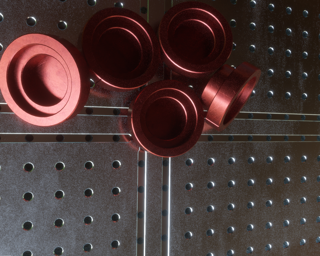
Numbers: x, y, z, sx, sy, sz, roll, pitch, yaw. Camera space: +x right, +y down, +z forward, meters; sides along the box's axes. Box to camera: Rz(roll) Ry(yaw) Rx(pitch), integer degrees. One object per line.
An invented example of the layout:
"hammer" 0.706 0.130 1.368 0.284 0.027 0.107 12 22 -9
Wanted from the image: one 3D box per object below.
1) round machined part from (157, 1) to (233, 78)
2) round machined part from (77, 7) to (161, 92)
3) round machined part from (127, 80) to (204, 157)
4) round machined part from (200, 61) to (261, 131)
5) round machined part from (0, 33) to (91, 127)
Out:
"round machined part" 0.043 -0.114 0.413 0.099 0.042 0.097 2 81 -11
"round machined part" -0.052 -0.092 0.379 0.099 0.042 0.097 3 84 -28
"round machined part" 0.005 -0.012 0.406 0.099 0.042 0.097 0 90 -21
"round machined part" 0.090 -0.047 0.419 0.042 0.098 0.098 36 76 19
"round machined part" -0.121 -0.053 0.343 0.098 0.042 0.097 3 103 14
